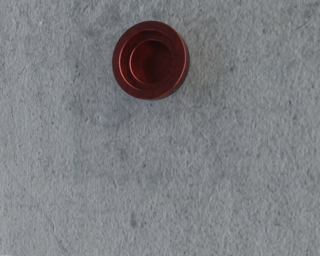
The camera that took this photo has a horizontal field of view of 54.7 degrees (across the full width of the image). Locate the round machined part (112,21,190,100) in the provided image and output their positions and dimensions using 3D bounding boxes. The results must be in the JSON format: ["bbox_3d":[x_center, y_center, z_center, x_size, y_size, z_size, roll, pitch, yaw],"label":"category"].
[{"bbox_3d":[-0.008,-0.084,0.402,0.098,0.042,0.097,0,90,19],"label":"round machined part"}]
